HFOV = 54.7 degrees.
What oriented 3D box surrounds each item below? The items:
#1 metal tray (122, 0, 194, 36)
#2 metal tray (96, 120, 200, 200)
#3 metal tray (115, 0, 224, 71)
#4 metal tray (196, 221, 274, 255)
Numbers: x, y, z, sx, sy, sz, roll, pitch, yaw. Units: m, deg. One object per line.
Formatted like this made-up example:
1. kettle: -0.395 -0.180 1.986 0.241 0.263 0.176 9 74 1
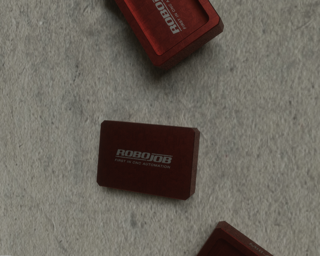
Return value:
1. metal tray: -0.013 -0.189 0.409 0.130 0.030 0.090 44 103 14
2. metal tray: -0.017 0.039 0.411 0.130 0.030 0.089 5 92 19
3. metal tray: 0.004 -0.147 0.371 0.090 0.030 0.130 -33 80 16
4. metal tray: 0.103 0.187 0.369 0.130 0.030 0.090 34 101 16
